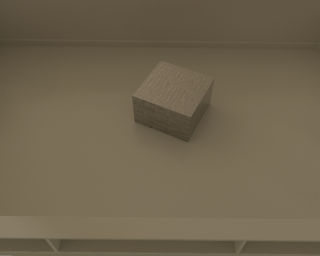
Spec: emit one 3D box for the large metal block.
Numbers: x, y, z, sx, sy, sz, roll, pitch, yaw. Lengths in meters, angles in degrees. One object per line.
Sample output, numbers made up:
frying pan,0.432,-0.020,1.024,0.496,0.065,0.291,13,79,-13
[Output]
large metal block,0.019,-0.038,0.421,0.080,0.050,0.080,22,53,17
